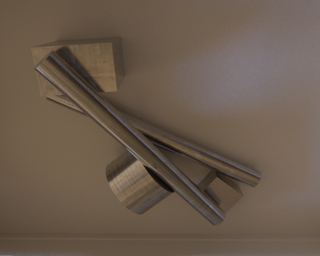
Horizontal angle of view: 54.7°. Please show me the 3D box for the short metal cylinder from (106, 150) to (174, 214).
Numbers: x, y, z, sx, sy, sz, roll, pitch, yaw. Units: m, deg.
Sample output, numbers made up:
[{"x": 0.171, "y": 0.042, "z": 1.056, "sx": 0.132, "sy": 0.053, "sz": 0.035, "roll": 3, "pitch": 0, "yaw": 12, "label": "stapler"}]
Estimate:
[{"x": -0.024, "y": 0.064, "z": 0.403, "sx": 0.050, "sy": 0.080, "sz": 0.080, "roll": -38, "pitch": 106, "yaw": 12, "label": "short metal cylinder"}]

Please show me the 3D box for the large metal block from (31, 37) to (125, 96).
[{"x": -0.087, "y": -0.073, "z": 0.353, "sx": 0.081, "sy": 0.080, "sz": 0.050, "roll": -3, "pitch": 110, "yaw": 1, "label": "large metal block"}]

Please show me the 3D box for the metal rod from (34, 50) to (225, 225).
[{"x": -0.015, "y": 0.030, "z": 0.359, "sx": 0.025, "sy": 0.025, "sz": 0.300, "roll": -38, "pitch": 119, "yaw": 13, "label": "metal rod"}]

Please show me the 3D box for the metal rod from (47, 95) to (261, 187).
[{"x": -0.001, "y": 0.013, "z": 0.415, "sx": 0.302, "sy": 0.025, "sz": 0.025, "roll": 24, "pitch": 108, "yaw": -9, "label": "metal rod"}]

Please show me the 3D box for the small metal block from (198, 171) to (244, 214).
[{"x": 0.082, "y": 0.095, "z": 0.446, "sx": 0.050, "sy": 0.025, "sz": 0.050, "roll": 36, "pitch": 106, "yaw": -13, "label": "small metal block"}]
